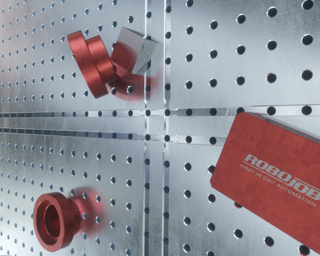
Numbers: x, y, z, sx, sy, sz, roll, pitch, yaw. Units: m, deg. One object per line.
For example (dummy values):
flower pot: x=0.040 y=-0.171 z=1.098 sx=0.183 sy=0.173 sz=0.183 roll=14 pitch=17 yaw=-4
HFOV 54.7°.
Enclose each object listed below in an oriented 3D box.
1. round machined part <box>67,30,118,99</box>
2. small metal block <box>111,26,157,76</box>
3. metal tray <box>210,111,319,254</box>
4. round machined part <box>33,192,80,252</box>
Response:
round machined part: x=-0.093 y=-0.095 z=0.450 sx=0.042 sy=0.098 sz=0.098 roll=-23 pitch=71 yaw=-5
small metal block: x=-0.038 y=-0.109 z=0.439 sx=0.050 sy=0.025 sz=0.050 roll=37 pitch=113 yaw=33
metal tray: x=0.122 y=0.048 z=0.304 sx=0.130 sy=0.030 sz=0.089 roll=29 pitch=108 yaw=36
round machined part: x=-0.177 y=0.161 z=0.541 sx=0.098 sy=0.042 sz=0.097 roll=0 pitch=90 yaw=39
